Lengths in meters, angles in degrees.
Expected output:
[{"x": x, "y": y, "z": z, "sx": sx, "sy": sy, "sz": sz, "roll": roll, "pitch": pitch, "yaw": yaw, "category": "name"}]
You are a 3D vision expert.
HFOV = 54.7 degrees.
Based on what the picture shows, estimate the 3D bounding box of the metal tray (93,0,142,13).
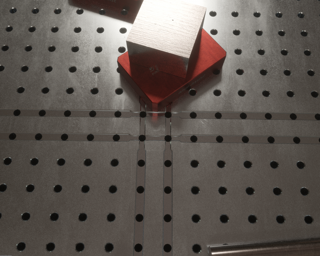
[{"x": -0.076, "y": -0.244, "z": 0.497, "sx": 0.131, "sy": 0.030, "sz": 0.090, "roll": 19, "pitch": 71, "yaw": 6, "category": "metal tray"}]

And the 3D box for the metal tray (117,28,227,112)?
[{"x": 0.017, "y": -0.095, "z": 0.444, "sx": 0.131, "sy": 0.030, "sz": 0.090, "roll": -36, "pitch": 74, "yaw": -13, "category": "metal tray"}]

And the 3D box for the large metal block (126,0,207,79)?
[{"x": 0.009, "y": -0.122, "z": 0.411, "sx": 0.080, "sy": 0.050, "sz": 0.080, "roll": 17, "pitch": 71, "yaw": 6, "category": "large metal block"}]

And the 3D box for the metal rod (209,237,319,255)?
[{"x": 0.209, "y": 0.139, "z": 0.363, "sx": 0.302, "sy": 0.025, "sz": 0.025, "roll": -4, "pitch": 70, "yaw": -2, "category": "metal rod"}]
